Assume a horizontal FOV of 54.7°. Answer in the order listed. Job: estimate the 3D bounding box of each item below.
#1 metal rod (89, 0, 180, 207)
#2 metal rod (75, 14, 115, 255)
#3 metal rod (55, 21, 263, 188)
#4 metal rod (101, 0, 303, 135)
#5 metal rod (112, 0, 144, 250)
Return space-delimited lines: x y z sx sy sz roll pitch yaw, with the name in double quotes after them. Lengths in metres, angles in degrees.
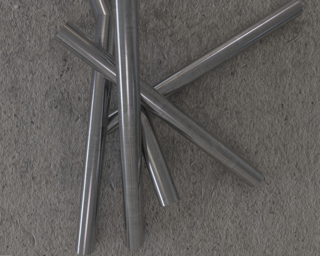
-0.038 -0.051 0.387 0.025 0.025 0.299 -20 81 0 "metal rod"
-0.080 0.015 0.387 0.025 0.025 0.298 7 99 0 "metal rod"
0.011 -0.018 0.373 0.301 0.025 0.025 37 90 -15 "metal rod"
0.053 -0.081 0.410 0.301 0.025 0.025 -32 90 0 "metal rod"
-0.034 0.014 0.356 0.025 0.025 0.298 0 112 0 "metal rod"
